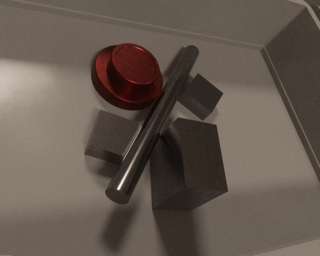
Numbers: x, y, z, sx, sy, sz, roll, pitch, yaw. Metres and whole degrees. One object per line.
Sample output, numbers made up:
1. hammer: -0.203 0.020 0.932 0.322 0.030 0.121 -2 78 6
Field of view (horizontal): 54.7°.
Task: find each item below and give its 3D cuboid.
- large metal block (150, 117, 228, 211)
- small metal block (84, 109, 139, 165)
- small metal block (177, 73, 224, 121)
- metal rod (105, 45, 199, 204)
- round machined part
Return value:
1. large metal block: 0.028 0.045 0.359 0.050 0.080 0.080 10 57 -24
2. small metal block: -0.057 0.012 0.369 0.050 0.025 0.050 20 54 -17
3. small metal block: 0.061 -0.047 0.470 0.050 0.025 0.050 38 51 -3
4. metal rod: 0.005 -0.030 0.408 0.025 0.025 0.301 33 45 -7
5. round machined part: -0.040 -0.076 0.421 0.099 0.042 0.098 14 56 -21
